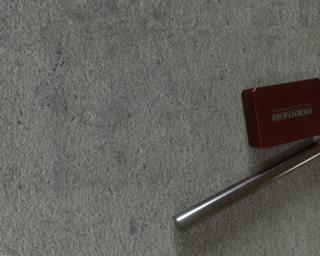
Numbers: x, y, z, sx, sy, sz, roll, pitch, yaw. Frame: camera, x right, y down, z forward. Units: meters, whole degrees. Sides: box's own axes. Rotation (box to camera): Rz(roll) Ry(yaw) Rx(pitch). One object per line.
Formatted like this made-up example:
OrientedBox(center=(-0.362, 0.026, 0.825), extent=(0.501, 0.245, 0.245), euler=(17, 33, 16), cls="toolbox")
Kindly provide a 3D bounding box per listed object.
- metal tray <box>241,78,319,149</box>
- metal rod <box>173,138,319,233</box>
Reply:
OrientedBox(center=(0.195, -0.024, 0.480), extent=(0.131, 0.030, 0.089), euler=(-11, 94, -20), cls="metal tray")
OrientedBox(center=(0.156, 0.076, 0.468), extent=(0.302, 0.025, 0.025), euler=(-23, 98, -19), cls="metal rod")
